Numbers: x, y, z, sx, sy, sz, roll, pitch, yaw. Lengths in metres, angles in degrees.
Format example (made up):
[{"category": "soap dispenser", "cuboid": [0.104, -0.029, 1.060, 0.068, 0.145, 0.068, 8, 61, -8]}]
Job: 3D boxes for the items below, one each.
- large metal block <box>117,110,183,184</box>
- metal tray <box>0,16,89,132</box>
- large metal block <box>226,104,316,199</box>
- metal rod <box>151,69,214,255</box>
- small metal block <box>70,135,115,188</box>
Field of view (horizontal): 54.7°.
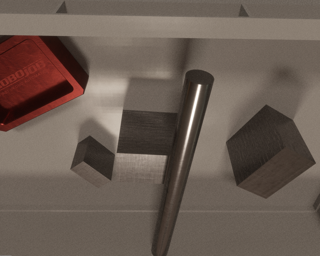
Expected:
[{"category": "large metal block", "cuboid": [-0.010, 0.023, 0.393, 0.081, 0.080, 0.050, 3, 130, -4]}, {"category": "metal tray", "cuboid": [-0.161, -0.056, 0.355, 0.130, 0.030, 0.090, -22, 127, 17]}, {"category": "large metal block", "cuboid": [0.138, 0.031, 0.401, 0.050, 0.080, 0.080, 26, 125, -21]}, {"category": "metal rod", "cuboid": [0.017, 0.069, 0.362, 0.025, 0.025, 0.298, 5, 130, -5]}, {"category": "small metal block", "cuboid": [-0.092, 0.047, 0.431, 0.025, 0.050, 0.050, -32, 124, 24]}]
